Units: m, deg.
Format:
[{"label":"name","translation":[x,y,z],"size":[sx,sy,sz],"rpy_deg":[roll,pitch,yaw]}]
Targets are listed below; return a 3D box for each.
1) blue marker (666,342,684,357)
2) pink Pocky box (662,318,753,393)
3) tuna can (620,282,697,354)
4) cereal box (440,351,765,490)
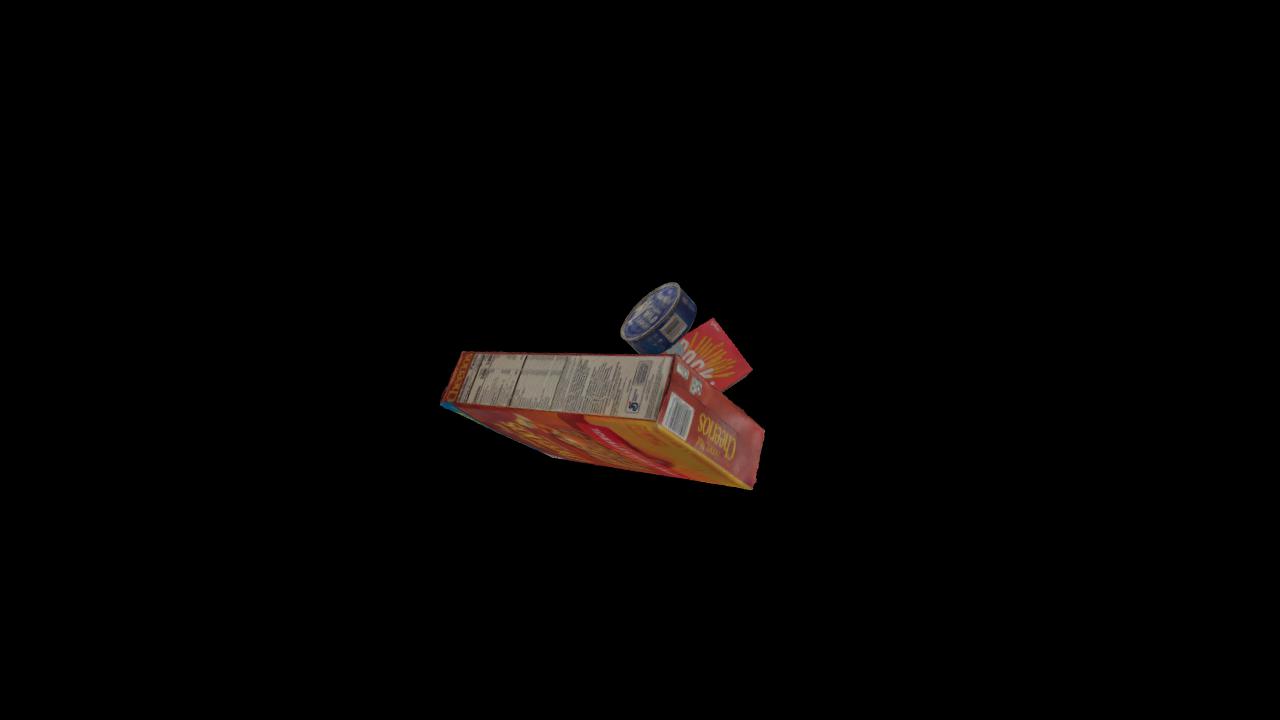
[{"label":"blue marker","translation":[0.033,-0.021,0.740],"size":[0.020,0.020,0.121],"rpy_deg":[0,10,-7]},{"label":"pink Pocky box","translation":[0.052,0.021,0.744],"size":[0.155,0.084,0.029],"rpy_deg":[-31,-13,-17]},{"label":"tuna can","translation":[0.021,-0.043,0.666],"size":[0.034,0.084,0.084],"rpy_deg":[44,-21,-24]},{"label":"cereal box","translation":[-0.044,0.064,0.681],"size":[0.306,0.081,0.203],"rpy_deg":[1,-25,36]}]
